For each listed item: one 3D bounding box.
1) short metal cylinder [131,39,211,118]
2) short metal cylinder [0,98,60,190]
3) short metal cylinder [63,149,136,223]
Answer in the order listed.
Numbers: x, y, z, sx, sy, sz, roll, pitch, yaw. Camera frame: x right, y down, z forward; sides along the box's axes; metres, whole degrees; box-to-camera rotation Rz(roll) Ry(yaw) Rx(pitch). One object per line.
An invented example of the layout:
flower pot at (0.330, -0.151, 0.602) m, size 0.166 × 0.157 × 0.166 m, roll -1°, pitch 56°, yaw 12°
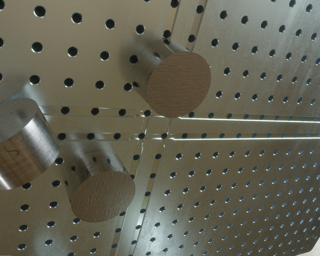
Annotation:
short metal cylinder at (0.012, -0.058, 0.365) m, size 0.081 × 0.050 × 0.079 m, roll -14°, pitch 124°, yaw -21°
short metal cylinder at (-0.147, 0.014, 0.304) m, size 0.080 × 0.080 × 0.050 m, roll -26°, pitch 128°, yaw -12°
short metal cylinder at (-0.078, 0.073, 0.398) m, size 0.081 × 0.050 × 0.079 m, roll -14°, pitch 124°, yaw -21°
